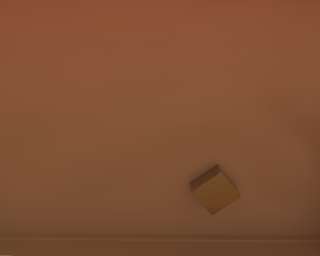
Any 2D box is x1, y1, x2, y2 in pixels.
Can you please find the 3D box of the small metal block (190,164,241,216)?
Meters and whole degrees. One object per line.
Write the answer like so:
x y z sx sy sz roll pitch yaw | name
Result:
0.079 0.089 0.444 0.050 0.025 0.050 -37 106 12 | small metal block
